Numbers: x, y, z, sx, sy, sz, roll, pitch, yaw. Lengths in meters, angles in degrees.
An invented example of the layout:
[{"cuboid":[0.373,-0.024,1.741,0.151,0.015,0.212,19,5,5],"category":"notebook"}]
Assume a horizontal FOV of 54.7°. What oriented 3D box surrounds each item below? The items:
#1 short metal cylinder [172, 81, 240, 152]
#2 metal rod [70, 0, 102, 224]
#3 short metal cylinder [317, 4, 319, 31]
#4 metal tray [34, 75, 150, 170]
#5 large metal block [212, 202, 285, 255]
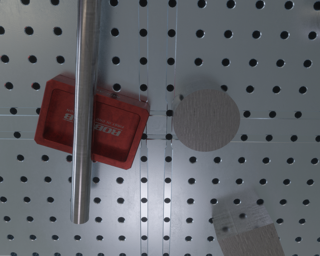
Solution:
[{"cuboid":[0.056,-0.016,0.394,0.081,0.050,0.079,0,110,0],"category":"short metal cylinder"},{"cuboid":[-0.091,-0.015,0.374,0.025,0.025,0.298,7,110,-3],"category":"metal rod"},{"cuboid":[0.232,-0.132,0.353,0.081,0.050,0.079,0,110,0],"category":"short metal cylinder"},{"cuboid":[-0.088,-0.006,0.407,0.131,0.030,0.089,17,109,-7],"category":"metal tray"},{"cuboid":[0.133,0.169,0.463,0.080,0.050,0.080,-21,109,7],"category":"large metal block"}]
